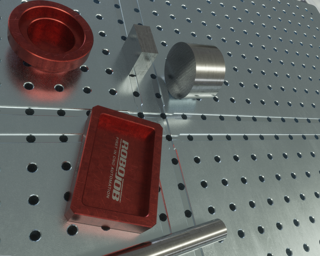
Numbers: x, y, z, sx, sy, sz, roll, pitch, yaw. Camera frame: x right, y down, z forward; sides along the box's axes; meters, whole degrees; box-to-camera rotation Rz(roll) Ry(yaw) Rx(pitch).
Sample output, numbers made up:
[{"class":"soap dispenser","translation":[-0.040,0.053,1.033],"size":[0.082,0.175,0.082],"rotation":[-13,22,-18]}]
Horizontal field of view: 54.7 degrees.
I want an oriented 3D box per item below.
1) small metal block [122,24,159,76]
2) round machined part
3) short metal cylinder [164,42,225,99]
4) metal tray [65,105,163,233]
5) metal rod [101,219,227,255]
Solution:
[{"class":"small metal block","translation":[-0.030,-0.111,0.445],"size":[0.025,0.050,0.050],"rotation":[-2,63,-29]},{"class":"round machined part","translation":[-0.138,-0.110,0.391],"size":[0.099,0.042,0.098],"rotation":[14,56,-21]},{"class":"short metal cylinder","translation":[0.049,-0.083,0.452],"size":[0.050,0.080,0.080],"rotation":[-4,64,-30]},{"class":"metal tray","translation":[-0.047,0.045,0.353],"size":[0.091,0.030,0.130],"rotation":[17,55,-19]},{"class":"metal rod","translation":[-0.056,0.136,0.295],"size":[0.303,0.025,0.025],"rotation":[-6,65,-31]}]
